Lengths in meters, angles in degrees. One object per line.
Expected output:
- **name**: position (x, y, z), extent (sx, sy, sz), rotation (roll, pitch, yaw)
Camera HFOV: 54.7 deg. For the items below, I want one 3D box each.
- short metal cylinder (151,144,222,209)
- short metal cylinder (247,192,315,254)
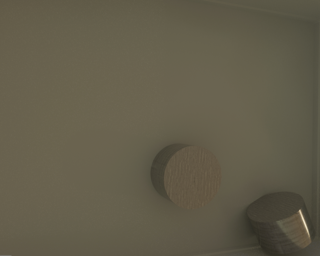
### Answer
- **short metal cylinder**: position (0.034, 0.062, 0.411), extent (0.081, 0.050, 0.079), rotation (0, 90, -21)
- **short metal cylinder**: position (0.174, 0.135, 0.448), extent (0.081, 0.080, 0.050), rotation (-26, 99, -18)
